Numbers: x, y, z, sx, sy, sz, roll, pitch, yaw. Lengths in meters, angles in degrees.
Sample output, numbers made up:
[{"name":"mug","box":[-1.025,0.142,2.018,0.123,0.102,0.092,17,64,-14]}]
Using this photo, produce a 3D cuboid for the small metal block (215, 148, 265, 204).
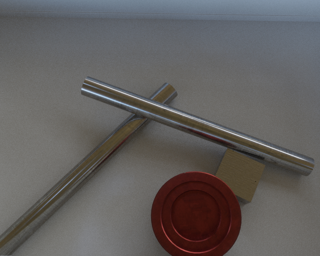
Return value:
[{"name":"small metal block","box":[0.096,0.061,0.389,0.050,0.025,0.050,25,72,8]}]

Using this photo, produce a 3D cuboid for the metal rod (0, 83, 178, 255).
[{"name":"metal rod","box":[-0.089,0.048,0.390,0.025,0.025,0.301,42,75,13]}]

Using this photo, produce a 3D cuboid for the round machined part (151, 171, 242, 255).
[{"name":"round machined part","box":[0.041,0.100,0.358,0.099,0.042,0.097,-1,80,5]}]

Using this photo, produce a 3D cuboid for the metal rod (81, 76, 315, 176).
[{"name":"metal rod","box":[0.048,-0.002,0.392,0.302,0.025,0.025,20,71,-1]}]
